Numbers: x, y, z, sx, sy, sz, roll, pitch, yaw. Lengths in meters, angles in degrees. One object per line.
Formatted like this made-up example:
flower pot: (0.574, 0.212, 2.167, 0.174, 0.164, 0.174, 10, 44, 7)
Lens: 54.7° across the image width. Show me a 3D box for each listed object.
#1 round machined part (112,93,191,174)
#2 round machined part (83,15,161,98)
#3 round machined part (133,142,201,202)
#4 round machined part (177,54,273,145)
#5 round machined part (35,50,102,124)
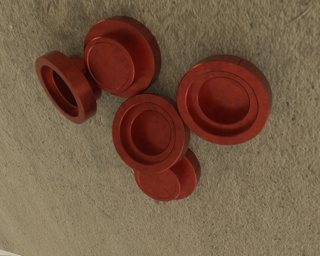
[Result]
round machined part: (-0.008, 0.005, 0.389, 0.098, 0.042, 0.097, 3, 96, 25)
round machined part: (-0.051, -0.081, 0.372, 0.098, 0.042, 0.097, 13, 124, 20)
round machined part: (0.004, 0.063, 0.432, 0.098, 0.042, 0.097, 13, 124, 20)
round machined part: (0.071, -0.033, 0.338, 0.098, 0.042, 0.097, 13, 124, 20)
round machined part: (-0.115, -0.057, 0.407, 0.098, 0.042, 0.097, 33, 146, 27)
